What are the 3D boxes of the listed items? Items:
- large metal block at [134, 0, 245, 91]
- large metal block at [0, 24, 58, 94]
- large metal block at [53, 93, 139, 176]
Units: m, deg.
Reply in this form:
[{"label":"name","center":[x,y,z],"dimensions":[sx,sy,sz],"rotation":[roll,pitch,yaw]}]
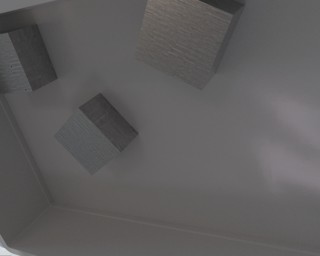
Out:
[{"label":"large metal block","center":[0.028,-0.098,0.317],"dimensions":[0.080,0.050,0.079],"rotation":[28,128,11]},{"label":"large metal block","center":[-0.206,-0.097,0.442],"dimensions":[0.080,0.050,0.080],"rotation":[0,119,28]},{"label":"large metal block","center":[-0.093,0.010,0.448],"dimensions":[0.080,0.050,0.080],"rotation":[47,129,-5]}]
